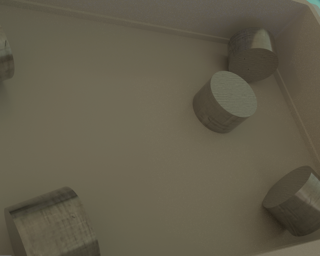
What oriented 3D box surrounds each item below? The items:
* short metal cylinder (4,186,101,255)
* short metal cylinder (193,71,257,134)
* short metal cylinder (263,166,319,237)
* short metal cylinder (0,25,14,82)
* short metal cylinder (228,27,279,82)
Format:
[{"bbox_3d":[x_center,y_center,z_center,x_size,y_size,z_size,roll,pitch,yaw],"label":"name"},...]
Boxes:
[{"bbox_3d":[-0.092,0.096,0.262,0.050,0.080,0.080,-17,71,-35],"label":"short metal cylinder"},{"bbox_3d":[0.097,-0.038,0.465,0.081,0.050,0.080,14,56,-21],"label":"short metal cylinder"},{"bbox_3d":[0.186,0.096,0.412,0.050,0.080,0.080,46,51,4],"label":"short metal cylinder"},{"bbox_3d":[-0.194,-0.080,0.315,0.050,0.080,0.080,-32,80,-38],"label":"short metal cylinder"},{"bbox_3d":[0.158,-0.124,0.531,0.081,0.080,0.050,17,55,-18],"label":"short metal cylinder"}]
